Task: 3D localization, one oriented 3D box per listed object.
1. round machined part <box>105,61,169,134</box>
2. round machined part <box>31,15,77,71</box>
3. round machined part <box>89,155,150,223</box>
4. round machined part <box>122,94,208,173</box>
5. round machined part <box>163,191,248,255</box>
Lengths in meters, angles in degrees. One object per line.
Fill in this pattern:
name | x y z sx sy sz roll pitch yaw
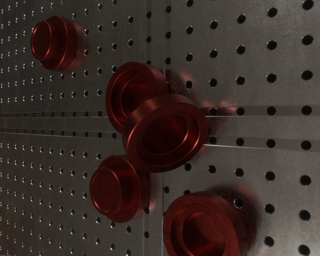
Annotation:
round machined part | -0.025 -0.038 0.417 0.098 0.042 0.097 0 90 39
round machined part | -0.195 -0.153 0.556 0.098 0.042 0.097 0 90 39
round machined part | -0.064 0.089 0.449 0.098 0.042 0.097 0 90 39
round machined part | 0.003 0.002 0.362 0.097 0.099 0.042 -60 37 22
round machined part | 0.054 0.121 0.352 0.098 0.042 0.097 0 90 39
